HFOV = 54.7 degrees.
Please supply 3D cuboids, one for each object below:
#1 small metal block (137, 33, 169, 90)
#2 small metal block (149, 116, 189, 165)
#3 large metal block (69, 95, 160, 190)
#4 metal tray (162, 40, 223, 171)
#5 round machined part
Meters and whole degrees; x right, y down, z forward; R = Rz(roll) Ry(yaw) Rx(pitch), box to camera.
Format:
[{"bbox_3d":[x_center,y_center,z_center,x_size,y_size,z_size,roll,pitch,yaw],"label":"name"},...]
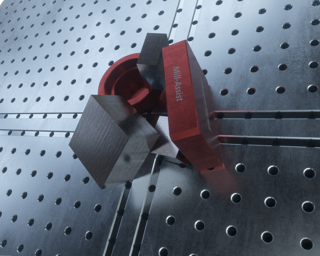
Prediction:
[{"bbox_3d":[-0.005,-0.083,0.392,0.025,0.050,0.050,7,63,16],"label":"small metal block"},{"bbox_3d":[0.016,0.015,0.383,0.050,0.025,0.050,8,69,43],"label":"small metal block"},{"bbox_3d":[-0.059,0.015,0.383,0.080,0.050,0.079,46,120,28],"label":"large metal block"},{"bbox_3d":[0.038,-0.027,0.362,0.030,0.090,0.130,-16,55,19],"label":"metal tray"},{"bbox_3d":[-0.037,-0.058,0.450,0.098,0.042,0.098,-13,56,20],"label":"round machined part"}]
